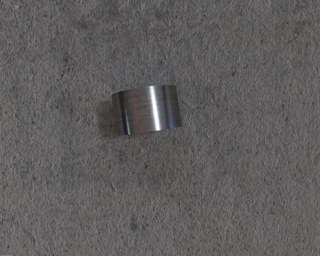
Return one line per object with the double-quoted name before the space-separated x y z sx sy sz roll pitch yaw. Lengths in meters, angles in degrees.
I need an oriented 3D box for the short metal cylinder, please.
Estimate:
"short metal cylinder" -0.016 -0.021 0.382 0.080 0.080 0.050 -8 90 0
